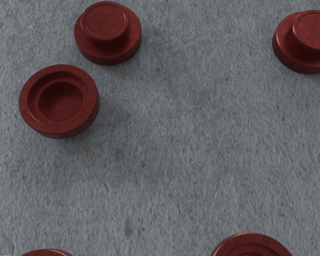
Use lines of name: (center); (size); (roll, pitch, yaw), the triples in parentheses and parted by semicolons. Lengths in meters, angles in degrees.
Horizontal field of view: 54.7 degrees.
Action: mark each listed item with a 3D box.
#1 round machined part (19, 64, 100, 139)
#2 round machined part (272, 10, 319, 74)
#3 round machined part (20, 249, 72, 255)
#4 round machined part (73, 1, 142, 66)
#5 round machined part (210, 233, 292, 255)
round machined part: (-0.128, -0.031, 0.409); (0.099, 0.042, 0.098); (0, 70, -1)
round machined part: (0.219, -0.131, 0.450); (0.099, 0.042, 0.098); (0, 70, -1)
round machined part: (-0.123, 0.181, 0.331); (0.099, 0.042, 0.098); (0, 70, -1)
round machined part: (-0.077, -0.144, 0.451); (0.099, 0.042, 0.098); (0, 70, -1)
round machined part: (0.099, 0.167, 0.339); (0.099, 0.042, 0.098); (0, 70, -1)
